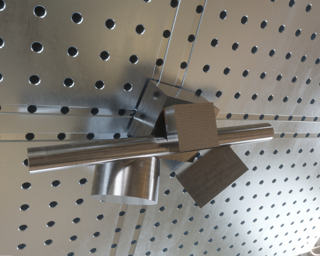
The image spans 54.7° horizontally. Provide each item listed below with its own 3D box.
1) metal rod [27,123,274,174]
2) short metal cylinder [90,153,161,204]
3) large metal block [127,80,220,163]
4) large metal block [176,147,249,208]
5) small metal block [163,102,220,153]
[{"bbox_3d":[0.011,0.018,0.359,0.303,0.025,0.025,-6,121,-26],"label":"metal rod"},{"bbox_3d":[-0.041,0.064,0.380,0.080,0.080,0.050,21,64,-36],"label":"short metal cylinder"},{"bbox_3d":[0.016,-0.007,0.395,0.081,0.050,0.079,11,113,-33],"label":"large metal block"},{"bbox_3d":[0.070,0.064,0.440,0.080,0.050,0.080,-38,173,-2],"label":"large metal block"},{"bbox_3d":[0.035,-0.001,0.345,0.050,0.025,0.050,-6,86,-25],"label":"small metal block"}]
